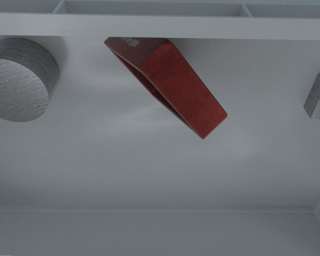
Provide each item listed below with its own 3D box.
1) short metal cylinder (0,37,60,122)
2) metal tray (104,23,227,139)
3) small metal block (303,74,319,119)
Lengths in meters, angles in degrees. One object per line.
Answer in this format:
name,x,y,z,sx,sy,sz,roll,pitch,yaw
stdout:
short metal cylinder,-0.159,-0.053,0.345,0.081,0.050,0.079,0,130,0
metal tray,0.000,-0.050,0.297,0.030,0.130,0.090,-44,122,1
small metal block,0.214,-0.037,0.381,0.050,0.025,0.050,2,130,-3
